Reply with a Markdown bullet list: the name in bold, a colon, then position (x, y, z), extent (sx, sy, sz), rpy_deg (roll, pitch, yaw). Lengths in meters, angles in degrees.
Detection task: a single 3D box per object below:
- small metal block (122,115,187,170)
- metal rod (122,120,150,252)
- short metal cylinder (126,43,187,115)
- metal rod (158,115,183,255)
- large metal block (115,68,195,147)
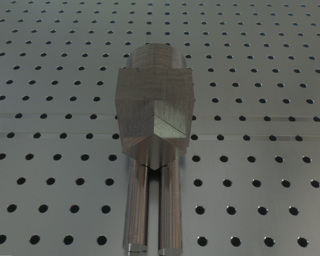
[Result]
- **small metal block**: position (-0.006, 0.018, 0.346), extent (0.050, 0.050, 0.025), rpy_deg (33, 41, -33)
- **metal rod**: position (-0.023, 0.005, 0.405), extent (0.025, 0.025, 0.300), rpy_deg (1, 50, 0)
- **short metal cylinder**: position (-0.005, -0.060, 0.394), extent (0.081, 0.080, 0.050), rpy_deg (1, 50, 0)
- **metal rod**: position (0.012, 0.008, 0.403), extent (0.025, 0.025, 0.300), rpy_deg (1, 50, 0)
- **large metal block**: position (-0.005, -0.022, 0.358), extent (0.081, 0.080, 0.050), rpy_deg (0, 50, 0)
